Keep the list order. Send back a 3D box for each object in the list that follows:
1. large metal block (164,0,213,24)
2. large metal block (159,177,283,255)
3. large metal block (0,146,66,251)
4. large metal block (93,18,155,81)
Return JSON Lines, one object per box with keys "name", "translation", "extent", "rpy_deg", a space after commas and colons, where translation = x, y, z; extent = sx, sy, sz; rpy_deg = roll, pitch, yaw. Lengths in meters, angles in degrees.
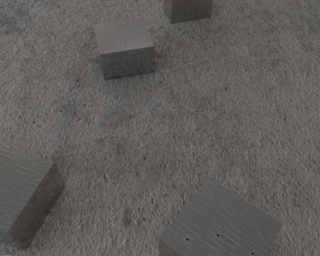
{"name": "large metal block", "translation": [0.053, -0.249, 0.577], "extent": [0.081, 0.080, 0.050], "rpy_deg": [-12, 51, -10]}
{"name": "large metal block", "translation": [0.055, 0.108, 0.296], "extent": [0.080, 0.050, 0.080], "rpy_deg": [32, 57, 24]}
{"name": "large metal block", "translation": [-0.161, 0.070, 0.327], "extent": [0.080, 0.050, 0.080], "rpy_deg": [15, 52, 12]}
{"name": "large metal block", "translation": [-0.057, -0.126, 0.493], "extent": [0.081, 0.050, 0.080], "rpy_deg": [-11, 51, -10]}
